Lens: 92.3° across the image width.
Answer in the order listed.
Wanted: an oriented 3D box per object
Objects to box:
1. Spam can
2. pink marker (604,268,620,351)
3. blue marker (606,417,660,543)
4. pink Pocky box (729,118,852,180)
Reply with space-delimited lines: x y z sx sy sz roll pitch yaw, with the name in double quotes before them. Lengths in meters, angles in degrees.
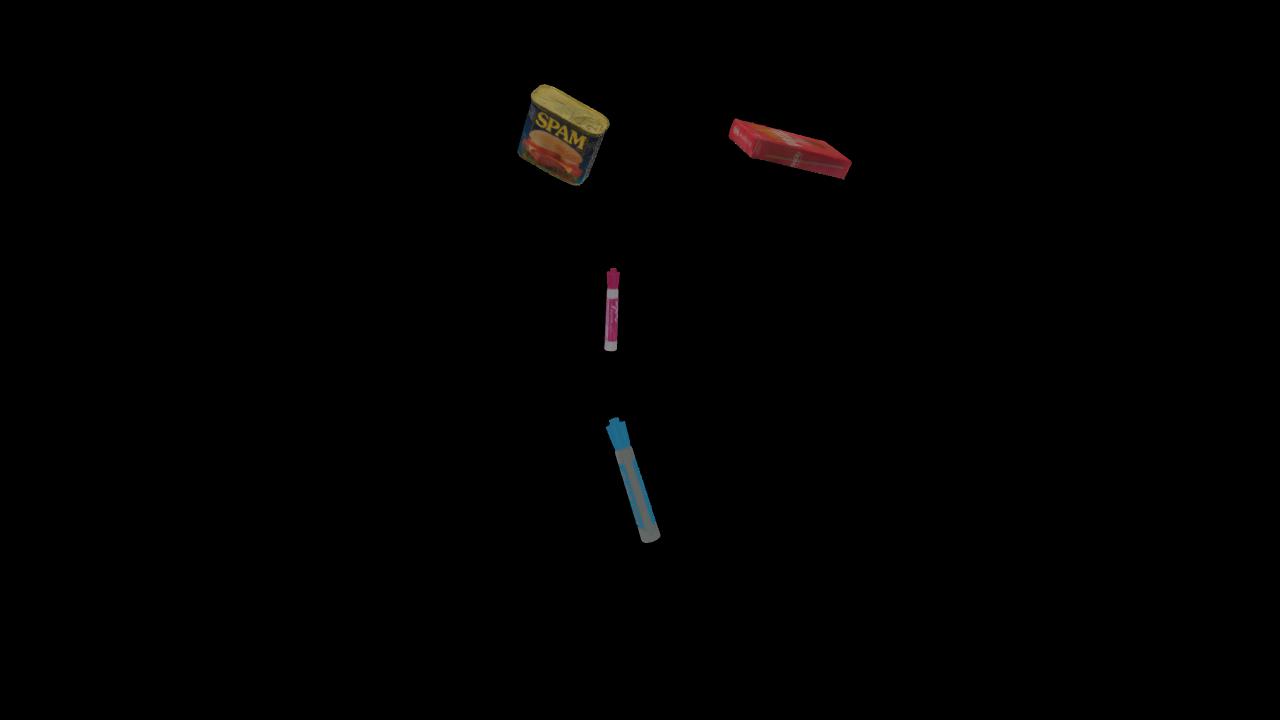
"Spam can" -0.102 -0.290 0.800 0.101 0.058 0.085 29 -45 -4
"pink marker" -0.040 -0.072 0.887 0.020 0.121 0.020 3 19 -1
"blue marker" -0.007 0.112 0.575 0.020 0.121 0.020 -17 6 2
"pink Pocky box" 0.206 -0.290 0.845 0.155 0.029 0.084 5 36 -21
